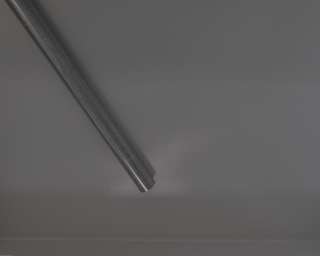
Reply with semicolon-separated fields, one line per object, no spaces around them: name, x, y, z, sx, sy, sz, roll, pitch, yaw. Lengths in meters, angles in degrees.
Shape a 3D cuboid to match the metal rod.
metal rod;-0.094;-0.038;0.396;0.025;0.025;0.299;-29;108;10
